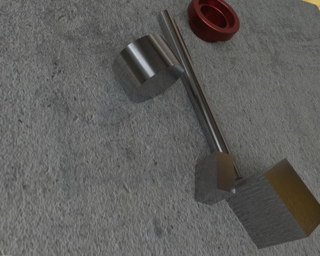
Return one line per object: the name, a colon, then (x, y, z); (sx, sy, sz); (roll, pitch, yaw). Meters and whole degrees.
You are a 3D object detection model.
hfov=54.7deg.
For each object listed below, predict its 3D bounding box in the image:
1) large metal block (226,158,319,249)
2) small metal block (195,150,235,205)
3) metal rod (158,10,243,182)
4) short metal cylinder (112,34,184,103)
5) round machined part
large metal block: (0.140, 0.096, 0.388); (0.050, 0.080, 0.080); (-23, 75, -37)
small metal block: (0.067, 0.063, 0.387); (0.025, 0.050, 0.050); (18, 55, -19)
metal rod: (0.054, -0.061, 0.471); (0.025, 0.025, 0.299); (-5, 64, -31)
short metal cylinder: (-0.015, -0.077, 0.409); (0.081, 0.080, 0.050); (-25, 76, -37)
round machined part: (0.092, -0.195, 0.564); (0.099, 0.042, 0.098); (14, 56, -21)
